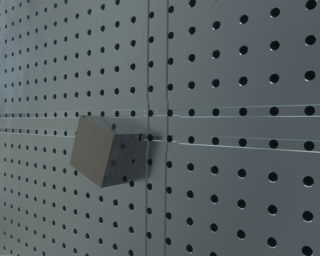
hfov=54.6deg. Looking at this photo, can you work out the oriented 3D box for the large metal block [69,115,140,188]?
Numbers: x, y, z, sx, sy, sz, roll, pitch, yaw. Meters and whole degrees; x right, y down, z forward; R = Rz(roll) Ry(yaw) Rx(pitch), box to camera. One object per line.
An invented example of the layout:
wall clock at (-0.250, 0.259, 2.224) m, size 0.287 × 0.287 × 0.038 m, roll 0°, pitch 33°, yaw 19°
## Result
large metal block at (-0.084, 0.032, 0.464) m, size 0.080 × 0.050 × 0.080 m, roll 25°, pitch 106°, yaw 37°
